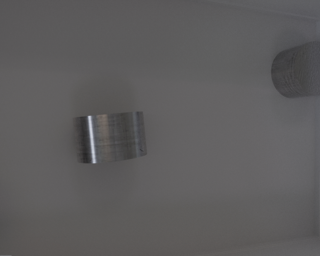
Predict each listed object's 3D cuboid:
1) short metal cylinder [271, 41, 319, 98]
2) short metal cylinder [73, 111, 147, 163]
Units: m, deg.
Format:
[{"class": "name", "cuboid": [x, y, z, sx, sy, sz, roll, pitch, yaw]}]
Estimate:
[{"class": "short metal cylinder", "cuboid": [0.222, -0.088, 0.478, 0.081, 0.050, 0.080, 0, 90, -20]}, {"class": "short metal cylinder", "cuboid": [-0.057, 0.009, 0.360, 0.081, 0.080, 0.050, -6, 93, -20]}]
